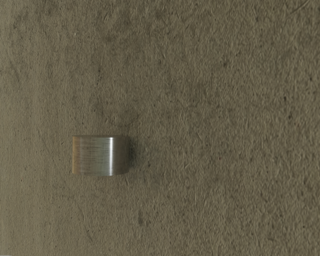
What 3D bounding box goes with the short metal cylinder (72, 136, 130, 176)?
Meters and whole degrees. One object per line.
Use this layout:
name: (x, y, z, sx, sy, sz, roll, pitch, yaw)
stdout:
short metal cylinder: (-0.083, 0.036, 0.439, 0.080, 0.081, 0.050, 2, 91, 40)
